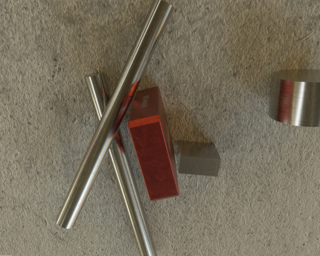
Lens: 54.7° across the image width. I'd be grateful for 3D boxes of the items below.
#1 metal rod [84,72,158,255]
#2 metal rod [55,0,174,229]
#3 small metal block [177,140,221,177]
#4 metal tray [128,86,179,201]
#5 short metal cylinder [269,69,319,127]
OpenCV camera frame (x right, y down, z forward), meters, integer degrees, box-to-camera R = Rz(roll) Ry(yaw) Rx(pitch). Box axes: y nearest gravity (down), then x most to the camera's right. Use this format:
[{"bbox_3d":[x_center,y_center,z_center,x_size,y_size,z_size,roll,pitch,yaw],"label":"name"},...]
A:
[{"bbox_3d":[-0.049,0.070,0.434,0.025,0.025,0.298,-12,110,4],"label":"metal rod"},{"bbox_3d":[-0.059,-0.011,0.379,0.025,0.025,0.298,24,98,-9],"label":"metal rod"},{"bbox_3d":[0.050,0.039,0.412,0.050,0.050,0.025,6,110,-3],"label":"small metal block"},{"bbox_3d":[-0.005,0.011,0.358,0.030,0.130,0.089,-13,110,4],"label":"metal tray"},{"bbox_3d":[0.173,-0.038,0.369,0.081,0.080,0.050,-3,110,0],"label":"short metal cylinder"}]
